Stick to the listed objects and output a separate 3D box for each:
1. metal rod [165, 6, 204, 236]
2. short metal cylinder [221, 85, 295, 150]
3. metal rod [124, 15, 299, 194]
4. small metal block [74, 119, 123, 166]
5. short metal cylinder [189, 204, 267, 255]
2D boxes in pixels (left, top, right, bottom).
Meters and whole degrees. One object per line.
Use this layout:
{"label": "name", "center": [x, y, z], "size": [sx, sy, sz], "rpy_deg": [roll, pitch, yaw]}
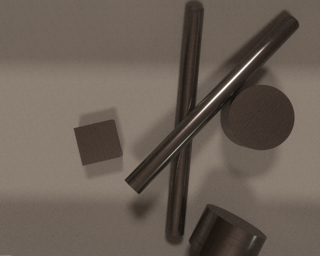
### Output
{"label": "metal rod", "center": [0.033, -0.009, 0.411], "size": [0.025, 0.025, 0.298], "rpy_deg": [5, 90, -1]}
{"label": "short metal cylinder", "center": [0.123, -0.013, 0.401], "size": [0.081, 0.050, 0.079], "rpy_deg": [0, 90, -1]}
{"label": "metal rod", "center": [0.071, -0.035, 0.393], "size": [0.025, 0.025, 0.300], "rpy_deg": [45, 82, 0]}
{"label": "small metal block", "center": [-0.081, 0.019, 0.410], "size": [0.050, 0.025, 0.050], "rpy_deg": [-13, 90, -1]}
{"label": "short metal cylinder", "center": [0.083, 0.137, 0.385], "size": [0.080, 0.080, 0.050], "rpy_deg": [27, 90, -1]}
